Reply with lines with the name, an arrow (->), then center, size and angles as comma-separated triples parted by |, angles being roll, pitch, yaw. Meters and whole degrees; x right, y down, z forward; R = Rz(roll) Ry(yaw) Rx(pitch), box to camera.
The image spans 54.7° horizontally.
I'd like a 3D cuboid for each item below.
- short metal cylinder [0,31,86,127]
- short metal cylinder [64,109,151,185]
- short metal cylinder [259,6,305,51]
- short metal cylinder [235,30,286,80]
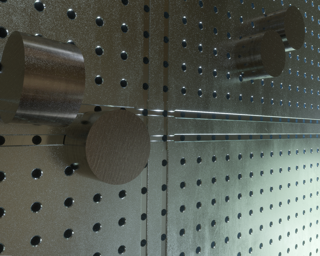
short metal cylinder -> -0.110, -0.042, 0.282 | 0.050, 0.080, 0.080 | 5, 87, -40
short metal cylinder -> -0.058, 0.020, 0.346 | 0.081, 0.050, 0.079 | 0, 90, -40
short metal cylinder -> 0.234, -0.186, 0.592 | 0.081, 0.050, 0.079 | 0, 90, -40
short metal cylinder -> 0.177, -0.127, 0.544 | 0.081, 0.050, 0.079 | 0, 91, -40
